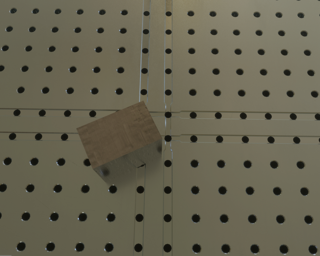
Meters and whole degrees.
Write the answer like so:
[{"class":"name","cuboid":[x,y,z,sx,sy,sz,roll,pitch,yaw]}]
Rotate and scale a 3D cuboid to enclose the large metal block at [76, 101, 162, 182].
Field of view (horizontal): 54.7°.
[{"class":"large metal block","cuboid":[-0.045,0.019,0.375,0.080,0.080,0.050,-24,72,-9]}]
